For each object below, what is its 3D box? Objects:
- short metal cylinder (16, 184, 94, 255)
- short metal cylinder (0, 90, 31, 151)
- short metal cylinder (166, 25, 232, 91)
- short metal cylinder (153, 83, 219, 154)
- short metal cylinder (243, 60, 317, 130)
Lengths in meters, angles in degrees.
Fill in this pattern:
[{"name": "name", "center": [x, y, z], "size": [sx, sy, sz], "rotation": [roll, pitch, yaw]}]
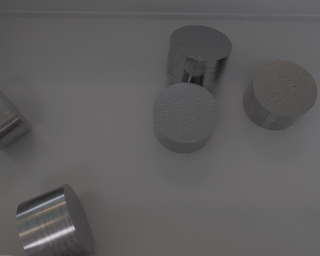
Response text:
[{"name": "short metal cylinder", "center": [-0.113, 0.108, 0.340], "size": [0.050, 0.080, 0.080], "rotation": [-23, 72, -8]}, {"name": "short metal cylinder", "center": [-0.208, -0.015, 0.384], "size": [0.050, 0.080, 0.080], "rotation": [-40, 75, -13]}, {"name": "short metal cylinder", "center": [0.051, -0.095, 0.417], "size": [0.081, 0.050, 0.080], "rotation": [3, 49, -4]}, {"name": "short metal cylinder", "center": [0.032, -0.012, 0.401], "size": [0.081, 0.050, 0.080], "rotation": [0, 70, 0]}, {"name": "short metal cylinder", "center": [0.157, -0.042, 0.413], "size": [0.081, 0.050, 0.080], "rotation": [0, 70, 0]}]
